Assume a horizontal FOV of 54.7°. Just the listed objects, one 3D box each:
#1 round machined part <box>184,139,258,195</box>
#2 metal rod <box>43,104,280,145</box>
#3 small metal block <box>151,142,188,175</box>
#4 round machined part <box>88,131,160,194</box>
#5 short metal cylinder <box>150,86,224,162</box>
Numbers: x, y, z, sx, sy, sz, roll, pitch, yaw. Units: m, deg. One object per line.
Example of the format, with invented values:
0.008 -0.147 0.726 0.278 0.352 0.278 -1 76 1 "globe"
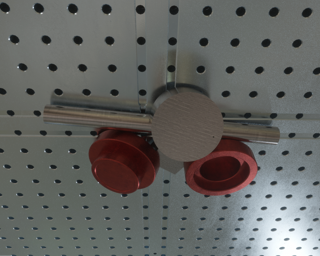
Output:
0.083 0.049 0.436 0.099 0.042 0.097 -2 133 -2 "round machined part"
0.006 -0.004 0.404 0.302 0.025 0.025 5 130 -5 "metal rod"
0.016 0.033 0.435 0.050 0.025 0.050 29 124 -23 "small metal block"
-0.053 0.052 0.423 0.098 0.042 0.097 12 133 13 "round machined part"
0.029 -0.006 0.366 0.081 0.050 0.079 -1 105 -3 "short metal cylinder"
